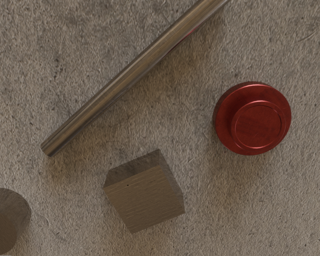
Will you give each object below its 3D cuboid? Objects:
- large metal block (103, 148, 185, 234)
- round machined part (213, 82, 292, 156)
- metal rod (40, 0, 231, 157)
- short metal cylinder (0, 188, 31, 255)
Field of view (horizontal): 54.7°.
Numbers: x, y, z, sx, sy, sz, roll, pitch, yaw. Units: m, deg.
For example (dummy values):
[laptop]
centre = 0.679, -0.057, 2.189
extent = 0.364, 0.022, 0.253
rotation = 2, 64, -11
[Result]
[large metal block]
centre = -0.020, 0.087, 0.428
extent = 0.080, 0.050, 0.080
rotation = -24, 109, 8
[round machined part]
centre = 0.120, -0.008, 0.399
extent = 0.099, 0.042, 0.097
rotation = 0, 110, 0
[metal rod]
centre = -0.038, -0.063, 0.386
extent = 0.300, 0.025, 0.025
rotation = -40, 106, 13
[short metal cylinder]
centre = -0.235, 0.133, 0.443
extent = 0.081, 0.050, 0.079
rotation = 0, 110, 0
